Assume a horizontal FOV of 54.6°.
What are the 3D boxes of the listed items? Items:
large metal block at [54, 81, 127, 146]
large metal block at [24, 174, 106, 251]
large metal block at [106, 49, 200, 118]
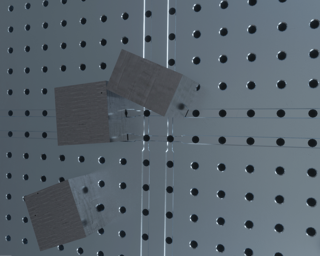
[{"bbox_3d":[-0.096,-0.018,0.434,0.080,0.050,0.080,-5,89,20],"label":"large metal block"},{"bbox_3d":[-0.137,0.121,0.448,0.080,0.050,0.080,-22,83,18],"label":"large metal block"},{"bbox_3d":[-0.006,-0.052,0.386,0.080,0.080,0.050,26,99,18],"label":"large metal block"}]
